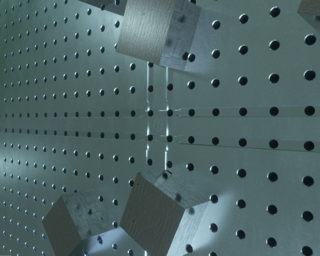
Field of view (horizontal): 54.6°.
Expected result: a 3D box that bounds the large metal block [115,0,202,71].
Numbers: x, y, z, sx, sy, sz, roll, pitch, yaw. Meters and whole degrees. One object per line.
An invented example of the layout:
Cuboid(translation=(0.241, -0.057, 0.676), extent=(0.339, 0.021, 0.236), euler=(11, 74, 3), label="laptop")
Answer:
Cuboid(translation=(-0.003, -0.125, 0.397), extent=(0.080, 0.050, 0.080), euler=(25, 106, 37), label="large metal block")

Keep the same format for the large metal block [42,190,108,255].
Cuboid(translation=(-0.143, 0.163, 0.513), extent=(0.080, 0.050, 0.080), euler=(-50, 61, 28), label="large metal block")

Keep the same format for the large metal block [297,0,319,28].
Cuboid(translation=(0.173, -0.120, 0.250), extent=(0.080, 0.050, 0.080), euler=(28, 108, 36), label="large metal block")

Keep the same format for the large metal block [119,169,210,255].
Cuboid(translation=(0.003, 0.108, 0.391), extent=(0.080, 0.050, 0.080), euler=(31, 109, 36), label="large metal block")

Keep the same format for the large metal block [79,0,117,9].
Cuboid(translation=(-0.107, -0.237, 0.463), extent=(0.050, 0.081, 0.080), euler=(-6, 86, 40), label="large metal block")
